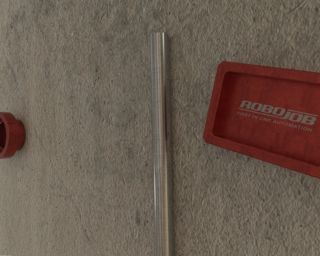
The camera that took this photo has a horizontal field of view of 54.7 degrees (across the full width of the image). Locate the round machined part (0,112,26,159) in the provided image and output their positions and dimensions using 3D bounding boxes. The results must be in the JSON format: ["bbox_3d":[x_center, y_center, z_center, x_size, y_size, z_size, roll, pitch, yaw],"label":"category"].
[{"bbox_3d":[-0.321,0.015,0.654,0.098,0.042,0.097,0,90,39],"label":"round machined part"}]

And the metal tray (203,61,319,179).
[{"bbox_3d":[0.112,-0.013,0.307,0.130,0.030,0.089,18,101,38],"label":"metal tray"}]

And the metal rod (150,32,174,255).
[{"bbox_3d":[0.003,0.028,0.400,0.025,0.025,0.298,-2,89,39],"label":"metal rod"}]
